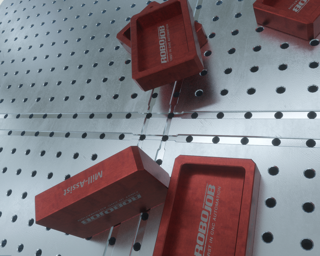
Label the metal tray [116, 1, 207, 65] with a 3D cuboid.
[{"bbox_3d":[-0.001,-0.144,0.491,0.090,0.030,0.130,-44,51,-3],"label":"metal tray"}]

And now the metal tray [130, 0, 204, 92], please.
[{"bbox_3d":[0.006,-0.121,0.435,0.090,0.030,0.130,-17,55,18],"label":"metal tray"}]

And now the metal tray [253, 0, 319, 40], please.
[{"bbox_3d":[0.201,-0.185,0.412,0.130,0.030,0.090,-47,52,-5],"label":"metal tray"}]

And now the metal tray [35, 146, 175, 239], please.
[{"bbox_3d":[-0.059,0.077,0.348,0.130,0.090,0.030,-28,52,10],"label":"metal tray"}]

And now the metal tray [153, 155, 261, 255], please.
[{"bbox_3d":[0.049,0.095,0.320,0.090,0.030,0.130,1,62,28],"label":"metal tray"}]
